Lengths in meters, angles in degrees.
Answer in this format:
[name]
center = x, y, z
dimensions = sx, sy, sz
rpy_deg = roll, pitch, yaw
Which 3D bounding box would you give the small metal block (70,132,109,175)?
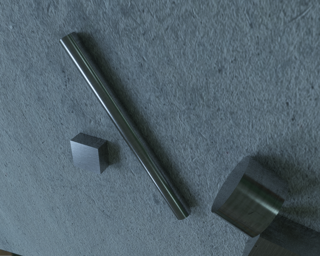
[small metal block]
center = -0.110, 0.040, 0.487
dimensions = 0.050, 0.025, 0.050
rpy_deg = 14, 124, 19

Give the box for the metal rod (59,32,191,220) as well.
[metal rod]
center = -0.041, 0.007, 0.430
dimensions = 0.025, 0.025, 0.299
rpy_deg = -22, 107, 36

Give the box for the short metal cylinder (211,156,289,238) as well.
[short metal cylinder]
center = 0.104, 0.080, 0.365
dimensions = 0.050, 0.080, 0.079
rpy_deg = 33, 129, 6

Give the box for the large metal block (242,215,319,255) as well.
[large metal block]
center = 0.160, 0.166, 0.409
dimensions = 0.080, 0.050, 0.079
rpy_deg = 23, 127, 14
